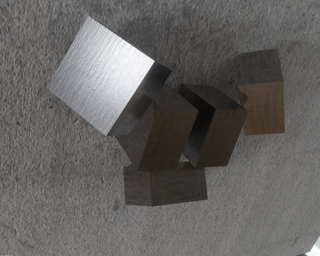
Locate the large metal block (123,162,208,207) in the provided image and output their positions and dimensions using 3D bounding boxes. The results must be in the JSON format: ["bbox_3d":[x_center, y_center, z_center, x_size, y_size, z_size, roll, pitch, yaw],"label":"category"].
[{"bbox_3d":[0.005,0.074,0.415,0.081,0.080,0.050,1,79,-29],"label":"large metal block"}]

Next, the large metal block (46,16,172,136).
[{"bbox_3d":[-0.049,-0.048,0.306,0.080,0.080,0.050,-56,164,11],"label":"large metal block"}]

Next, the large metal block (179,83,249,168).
[{"bbox_3d":[0.058,-0.005,0.403,0.050,0.080,0.079,1,118,-29],"label":"large metal block"}]

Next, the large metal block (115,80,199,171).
[{"bbox_3d":[-0.009,-0.005,0.367,0.050,0.080,0.079,5,116,-31],"label":"large metal block"}]

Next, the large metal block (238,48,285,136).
[{"bbox_3d":[0.134,-0.048,0.411,0.050,0.080,0.080,-5,129,18],"label":"large metal block"}]
